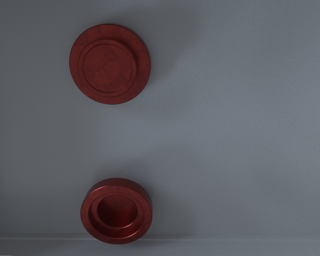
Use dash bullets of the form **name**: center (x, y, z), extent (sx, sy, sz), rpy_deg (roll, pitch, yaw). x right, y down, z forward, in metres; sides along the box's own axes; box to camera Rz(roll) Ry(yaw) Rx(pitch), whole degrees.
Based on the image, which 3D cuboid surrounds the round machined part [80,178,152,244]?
- **round machined part**: center (-0.060, 0.114, 0.443), extent (0.099, 0.042, 0.097), rpy_deg (0, 110, 0)

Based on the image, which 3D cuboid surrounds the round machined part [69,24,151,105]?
- **round machined part**: center (-0.061, -0.075, 0.374), extent (0.099, 0.042, 0.097), rpy_deg (0, 110, 0)
